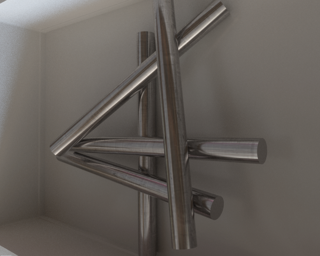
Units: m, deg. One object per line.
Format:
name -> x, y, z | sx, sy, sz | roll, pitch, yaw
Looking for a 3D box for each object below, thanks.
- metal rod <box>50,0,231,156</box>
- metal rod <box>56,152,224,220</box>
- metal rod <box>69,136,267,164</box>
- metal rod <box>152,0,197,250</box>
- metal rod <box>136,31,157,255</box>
metal rod -> -0.040, -0.053, 0.401 | 0.299, 0.025, 0.025 | -37, 67, 21
metal rod -> -0.052, 0.062, 0.414 | 0.300, 0.025, 0.025 | 10, 96, 42
metal rod -> -0.020, 0.023, 0.387 | 0.300, 0.025, 0.025 | -1, 90, 39
metal rod -> 0.013, -0.029, 0.334 | 0.025, 0.025, 0.298 | -14, 75, 39
metal rod -> -0.018, 0.021, 0.419 | 0.025, 0.025, 0.298 | -1, 89, 39
